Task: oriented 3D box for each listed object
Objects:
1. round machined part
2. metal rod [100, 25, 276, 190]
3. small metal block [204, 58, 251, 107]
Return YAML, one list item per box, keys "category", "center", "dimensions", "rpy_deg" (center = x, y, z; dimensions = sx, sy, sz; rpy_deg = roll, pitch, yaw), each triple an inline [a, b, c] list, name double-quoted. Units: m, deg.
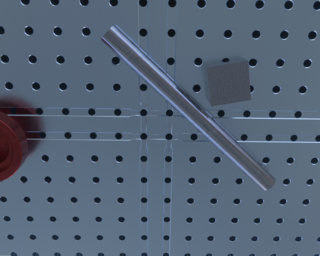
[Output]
- category: "round machined part"
  center: [-0.224, 0.020, 0.409]
  dimensions: [0.099, 0.042, 0.097]
  rpy_deg: [0, 110, 0]
- category: "metal rod"
  center: [0.046, -0.018, 0.407]
  dimensions: [0.300, 0.025, 0.025]
  rpy_deg: [42, 105, -14]
- category: "small metal block"
  center: [0.085, -0.058, 0.393]
  dimensions: [0.050, 0.025, 0.050]
  rpy_deg: [-9, 110, 3]
